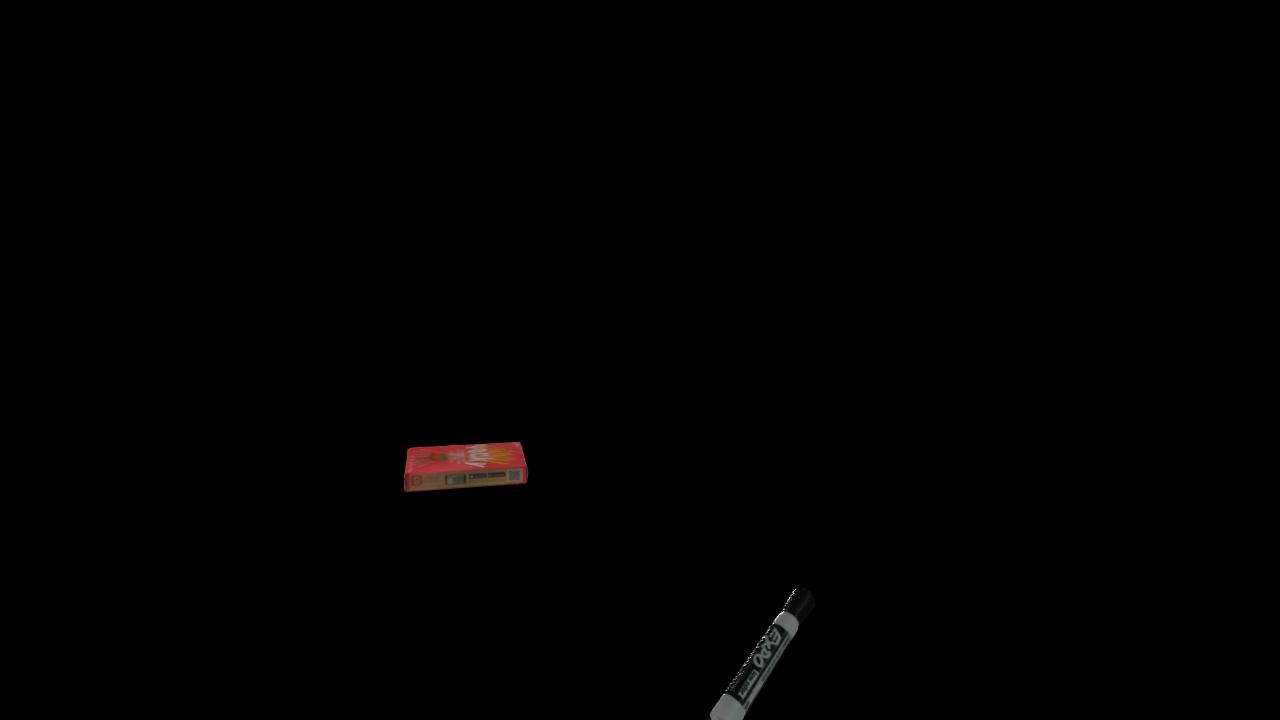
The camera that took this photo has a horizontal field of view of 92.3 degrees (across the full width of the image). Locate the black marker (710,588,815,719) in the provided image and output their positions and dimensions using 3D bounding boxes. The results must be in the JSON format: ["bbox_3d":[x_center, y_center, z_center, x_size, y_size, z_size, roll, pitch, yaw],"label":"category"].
[{"bbox_3d":[0.091,0.208,0.437,0.020,0.020,0.121,0,29,46],"label":"black marker"}]

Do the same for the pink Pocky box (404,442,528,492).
[{"bbox_3d":[-0.233,0.141,0.826,0.155,0.029,0.084,-1,16,-17],"label":"pink Pocky box"}]
